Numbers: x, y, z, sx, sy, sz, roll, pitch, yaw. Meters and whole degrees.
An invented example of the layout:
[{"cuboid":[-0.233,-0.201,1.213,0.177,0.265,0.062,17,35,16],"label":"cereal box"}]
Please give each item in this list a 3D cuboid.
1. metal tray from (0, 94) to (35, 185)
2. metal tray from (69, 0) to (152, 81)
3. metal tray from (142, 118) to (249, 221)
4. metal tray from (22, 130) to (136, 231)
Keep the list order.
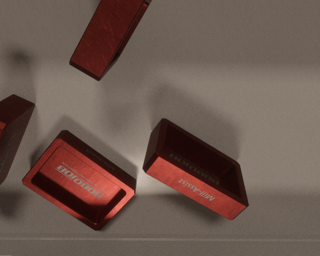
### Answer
[{"cuboid":[-0.206,0.030,0.384,0.030,0.090,0.129,26,108,-10],"label":"metal tray"},{"cuboid":[-0.043,-0.105,0.316,0.030,0.130,0.090,30,107,-11],"label":"metal tray"},{"cuboid":[0.046,0.049,0.393,0.130,0.090,0.030,31,118,-11],"label":"metal tray"},{"cuboid":[-0.110,0.076,0.434,0.130,0.030,0.090,38,105,-13],"label":"metal tray"}]
